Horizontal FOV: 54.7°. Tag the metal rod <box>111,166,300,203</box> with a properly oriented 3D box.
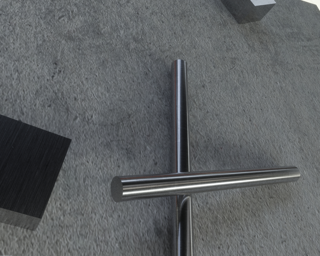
[{"bbox_3d":[0.081,0.064,0.385,0.302,0.025,0.025,3,60,-36],"label":"metal rod"}]

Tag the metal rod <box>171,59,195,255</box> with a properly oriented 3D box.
[{"bbox_3d":[0.027,0.029,0.401,0.025,0.025,0.299,15,56,-21],"label":"metal rod"}]

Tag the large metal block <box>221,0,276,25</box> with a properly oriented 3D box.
[{"bbox_3d":[0.184,-0.272,0.656,0.081,0.050,0.080,-23,74,-36],"label":"large metal block"}]

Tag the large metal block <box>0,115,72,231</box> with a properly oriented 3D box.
[{"bbox_3d":[-0.139,0.041,0.288,0.080,0.050,0.080,22,54,-16],"label":"large metal block"}]
